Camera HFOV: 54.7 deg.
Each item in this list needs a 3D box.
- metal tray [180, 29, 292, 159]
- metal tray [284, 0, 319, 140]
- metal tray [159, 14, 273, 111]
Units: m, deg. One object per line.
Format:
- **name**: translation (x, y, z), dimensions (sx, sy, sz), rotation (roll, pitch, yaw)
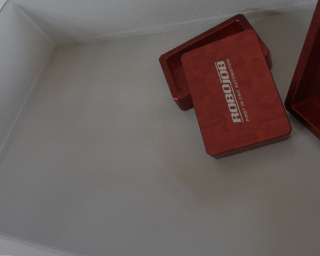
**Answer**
- **metal tray**: translation (0.084, -0.038, 0.356), dimensions (0.090, 0.030, 0.129), rotation (-18, 72, 14)
- **metal tray**: translation (0.167, -0.043, 0.276), dimensions (0.030, 0.129, 0.090), rotation (-21, 50, -14)
- **metal tray**: translation (0.071, -0.089, 0.420), dimensions (0.130, 0.030, 0.090), rotation (-26, 53, 12)
